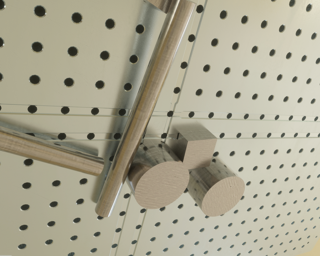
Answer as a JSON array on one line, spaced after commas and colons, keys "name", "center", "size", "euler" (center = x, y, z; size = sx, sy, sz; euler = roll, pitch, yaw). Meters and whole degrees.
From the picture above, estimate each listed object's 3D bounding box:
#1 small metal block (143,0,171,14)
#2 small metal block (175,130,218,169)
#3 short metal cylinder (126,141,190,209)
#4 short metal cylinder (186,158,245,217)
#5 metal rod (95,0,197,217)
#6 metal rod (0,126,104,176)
[{"name": "small metal block", "center": [-0.004, -0.153, 0.314], "size": [0.050, 0.025, 0.050], "euler": [22, 106, -37]}, {"name": "small metal block", "center": [0.052, 0.032, 0.460], "size": [0.050, 0.025, 0.050], "euler": [-4, 120, -27]}, {"name": "short metal cylinder", "center": [-0.006, 0.065, 0.432], "size": [0.081, 0.050, 0.079], "euler": [-14, 124, -21]}, {"name": "short metal cylinder", "center": [0.089, 0.096, 0.503], "size": [0.081, 0.050, 0.079], "euler": [-14, 124, -21]}, {"name": "metal rod", "center": [-0.027, -0.006, 0.376], "size": [0.025, 0.025, 0.298], "euler": [6, 120, -31]}, {"name": "metal rod", "center": [-0.189, 0.001, 0.308], "size": [0.302, 0.025, 0.025], "euler": [24, 105, -37]}]
